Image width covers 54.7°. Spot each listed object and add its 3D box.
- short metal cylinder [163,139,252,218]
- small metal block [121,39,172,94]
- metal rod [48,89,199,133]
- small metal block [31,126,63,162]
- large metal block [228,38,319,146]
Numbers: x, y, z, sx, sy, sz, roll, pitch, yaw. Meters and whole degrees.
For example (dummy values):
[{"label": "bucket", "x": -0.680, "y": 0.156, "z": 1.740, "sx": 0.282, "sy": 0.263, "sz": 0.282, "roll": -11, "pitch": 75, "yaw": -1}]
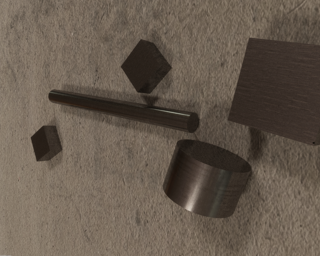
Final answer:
[{"label": "short metal cylinder", "x": 0.049, "y": 0.051, "z": 0.328, "sx": 0.080, "sy": 0.081, "sz": 0.050, "roll": 28, "pitch": 107, "yaw": 36}, {"label": "small metal block", "x": -0.019, "y": -0.082, "z": 0.419, "sx": 0.050, "sy": 0.025, "sz": 0.050, "roll": -47, "pitch": 62, "yaw": 29}, {"label": "metal rod", "x": -0.075, "y": -0.032, "z": 0.464, "sx": 0.300, "sy": 0.025, "sz": 0.025, "roll": 13, "pitch": 98, "yaw": 39}, {"label": "small metal block", "x": -0.212, "y": 0.029, "z": 0.576, "sx": 0.050, "sy": 0.025, "sz": 0.050, "roll": -33, "pitch": 70, "yaw": 34}, {"label": "large metal block", "x": 0.120, "y": -0.035, "z": 0.289, "sx": 0.080, "sy": 0.050, "sz": 0.079, "roll": 20, "pitch": 103, "yaw": 38}]
